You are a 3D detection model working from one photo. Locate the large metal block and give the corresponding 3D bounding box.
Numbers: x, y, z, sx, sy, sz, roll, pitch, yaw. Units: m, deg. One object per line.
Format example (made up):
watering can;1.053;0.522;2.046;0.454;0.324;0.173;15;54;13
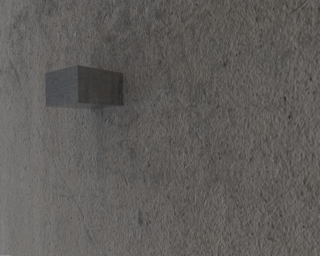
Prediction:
large metal block;-0.113;-0.057;0.464;0.080;0.081;0.050;-2;89;40
